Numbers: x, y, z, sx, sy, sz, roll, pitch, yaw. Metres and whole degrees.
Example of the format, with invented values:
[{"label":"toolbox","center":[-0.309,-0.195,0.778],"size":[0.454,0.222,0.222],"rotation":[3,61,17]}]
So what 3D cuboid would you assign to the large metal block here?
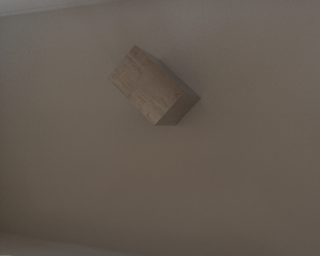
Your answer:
[{"label":"large metal block","center":[-0.004,-0.048,0.382],"size":[0.080,0.080,0.050],"rotation":[45,104,14]}]
